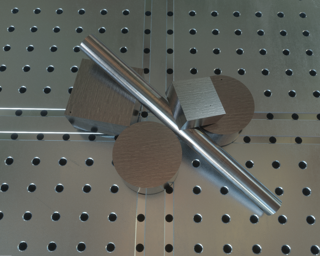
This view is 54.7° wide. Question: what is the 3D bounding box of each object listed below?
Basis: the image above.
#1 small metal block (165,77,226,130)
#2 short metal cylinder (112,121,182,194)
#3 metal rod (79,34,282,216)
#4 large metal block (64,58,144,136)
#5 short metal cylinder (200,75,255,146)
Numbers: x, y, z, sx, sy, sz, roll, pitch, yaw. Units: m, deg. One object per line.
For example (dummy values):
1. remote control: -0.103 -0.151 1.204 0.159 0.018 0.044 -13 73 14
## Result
1. small metal block: 0.040 -0.029 0.358 0.050 0.025 0.050 -11 69 -23
2. short metal cylinder: -0.015 0.038 0.381 0.081 0.050 0.080 0 70 0
3. metal rod: 0.025 -0.003 0.372 0.300 0.025 0.025 41 75 -1
4. large metal block: -0.068 -0.037 0.406 0.080 0.050 0.080 10 70 3
5. short metal cylinder: 0.076 -0.021 0.403 0.081 0.050 0.080 0 70 0
